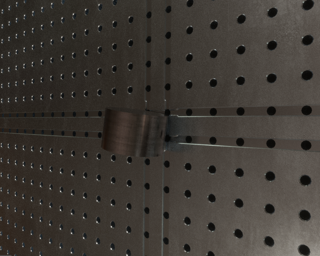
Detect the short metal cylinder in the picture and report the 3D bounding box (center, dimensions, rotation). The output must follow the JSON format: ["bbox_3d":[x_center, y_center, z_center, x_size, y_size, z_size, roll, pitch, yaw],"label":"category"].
[{"bbox_3d":[-0.032,0.003,0.398,0.080,0.081,0.050,13,99,39],"label":"short metal cylinder"}]
